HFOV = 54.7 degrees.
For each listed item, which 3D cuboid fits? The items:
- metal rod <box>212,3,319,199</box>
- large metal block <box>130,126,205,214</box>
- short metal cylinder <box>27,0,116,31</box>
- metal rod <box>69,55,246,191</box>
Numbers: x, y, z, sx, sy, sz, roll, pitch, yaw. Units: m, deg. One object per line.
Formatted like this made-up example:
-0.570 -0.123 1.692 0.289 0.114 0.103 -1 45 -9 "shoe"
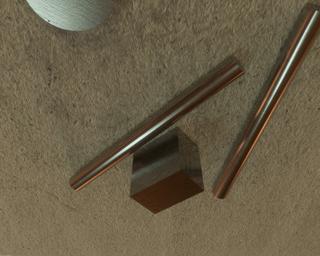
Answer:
0.127 -0.008 0.401 0.025 0.025 0.298 9 130 -8 "metal rod"
0.008 0.057 0.420 0.080 0.080 0.050 -32 123 24 "large metal block"
-0.076 -0.135 0.275 0.081 0.050 0.079 0 130 0 "short metal cylinder"
-0.021 0.007 0.412 0.299 0.025 0.025 -36 122 26 "metal rod"
